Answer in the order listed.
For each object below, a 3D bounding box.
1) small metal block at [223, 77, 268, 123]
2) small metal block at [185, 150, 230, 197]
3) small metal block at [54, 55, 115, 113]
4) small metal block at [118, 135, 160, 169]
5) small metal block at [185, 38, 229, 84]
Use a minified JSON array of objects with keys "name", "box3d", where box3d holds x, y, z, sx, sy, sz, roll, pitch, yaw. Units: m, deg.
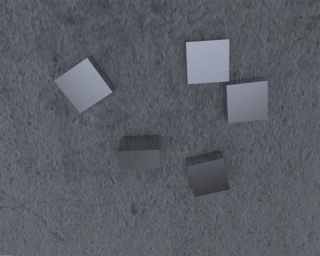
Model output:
[{"name":"small metal block","box3d":[0.109,-0.036,0.398,0.050,0.025,0.050,-7,110,2]},{"name":"small metal block","box3d":[0.067,0.064,0.435,0.050,0.025,0.050,-14,110,4]},{"name":"small metal block","box3d":[-0.093,-0.055,0.388,0.050,0.025,0.050,-32,107,10]},{"name":"small metal block","box3d":[-0.026,0.031,0.407,0.050,0.050,0.025,-2,110,0]},{"name":"small metal block","box3d":[0.057,-0.083,0.380,0.050,0.025,0.050,-4,110,1]}]
